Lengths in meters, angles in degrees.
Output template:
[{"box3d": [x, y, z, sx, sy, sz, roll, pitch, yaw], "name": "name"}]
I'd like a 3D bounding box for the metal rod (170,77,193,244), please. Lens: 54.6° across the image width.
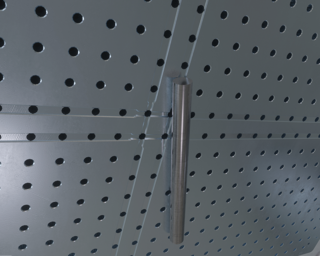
[{"box3d": [0.029, 0.068, 0.467, 0.025, 0.025, 0.298, -14, 124, -21], "name": "metal rod"}]
